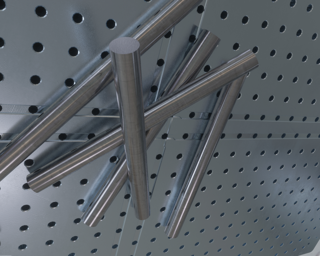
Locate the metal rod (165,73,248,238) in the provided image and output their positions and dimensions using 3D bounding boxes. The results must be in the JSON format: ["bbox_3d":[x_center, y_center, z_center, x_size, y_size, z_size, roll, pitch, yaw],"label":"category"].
[{"bbox_3d":[0.064,0.049,0.475,0.025,0.025,0.298,5,116,-31],"label":"metal rod"}]

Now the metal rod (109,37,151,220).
[{"bbox_3d":[-0.028,0.031,0.366,0.025,0.025,0.299,-20,141,-16],"label":"metal rod"}]

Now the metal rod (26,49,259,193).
[{"bbox_3d":[-0.020,-0.008,0.369,0.301,0.025,0.025,-30,129,0],"label":"metal rod"}]

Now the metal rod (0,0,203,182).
[{"bbox_3d":[-0.074,-0.049,0.340,0.300,0.025,0.025,-42,129,0],"label":"metal rod"}]

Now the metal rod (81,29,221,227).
[{"bbox_3d":[-0.018,0.009,0.405,0.025,0.025,0.299,25,105,-37],"label":"metal rod"}]
